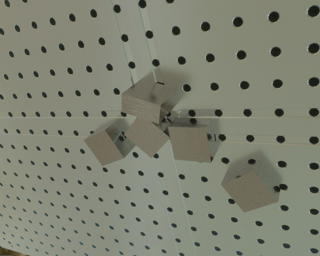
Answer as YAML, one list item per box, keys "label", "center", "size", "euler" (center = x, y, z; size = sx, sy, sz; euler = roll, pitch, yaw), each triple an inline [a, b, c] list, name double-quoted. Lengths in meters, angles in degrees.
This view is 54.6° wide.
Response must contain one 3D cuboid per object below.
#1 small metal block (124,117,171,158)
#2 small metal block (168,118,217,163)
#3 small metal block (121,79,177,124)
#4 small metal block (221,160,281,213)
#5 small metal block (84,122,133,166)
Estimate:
- label: "small metal block"
  center: [-0.013, 0.005, 0.422]
  size: [0.050, 0.025, 0.050]
  euler: [40, 129, 0]
- label: "small metal block"
  center: [0.042, 0.015, 0.399]
  size: [0.050, 0.025, 0.050]
  euler: [2, 120, 27]
- label: "small metal block"
  center: [-0.013, -0.034, 0.381]
  size: [0.050, 0.050, 0.025]
  euler: [18, 126, 18]
- label: "small metal block"
  center: [0.116, 0.075, 0.397]
  size: [0.050, 0.025, 0.050]
  euler: [-33, 100, 38]
- label: "small metal block"
  center: [-0.078, 0.025, 0.469]
  size: [0.050, 0.025, 0.050]
  euler: [-23, 106, 36]
